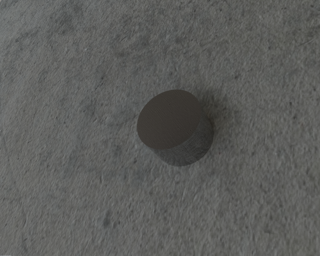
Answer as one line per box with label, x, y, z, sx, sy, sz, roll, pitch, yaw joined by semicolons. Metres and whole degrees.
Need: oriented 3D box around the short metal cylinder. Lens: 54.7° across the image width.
short metal cylinder;0.019;0.000;0.376;0.080;0.050;0.080;-13;56;20
